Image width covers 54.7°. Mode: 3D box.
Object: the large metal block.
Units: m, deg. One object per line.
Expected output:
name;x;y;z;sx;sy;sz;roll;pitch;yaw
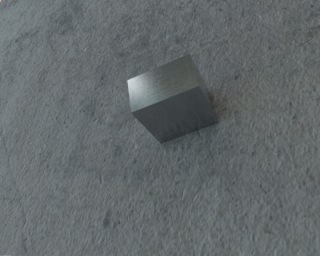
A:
large metal block;0.017;-0.032;0.378;0.080;0.080;0.050;-21;54;15
